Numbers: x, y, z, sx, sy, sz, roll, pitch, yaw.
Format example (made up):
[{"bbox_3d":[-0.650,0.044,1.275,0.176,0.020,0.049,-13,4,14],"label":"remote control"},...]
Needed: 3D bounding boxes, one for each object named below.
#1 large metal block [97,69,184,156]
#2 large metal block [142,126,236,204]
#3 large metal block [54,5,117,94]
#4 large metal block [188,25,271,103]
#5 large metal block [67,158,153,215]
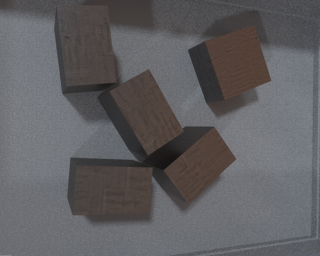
[{"bbox_3d":[-0.026,-0.017,0.372,0.050,0.080,0.080,-33,101,-17],"label":"large metal block"},{"bbox_3d":[0.034,0.042,0.395,0.080,0.080,0.050,-39,103,-16],"label":"large metal block"},{"bbox_3d":[-0.087,-0.084,0.350,0.050,0.080,0.079,-7,93,-20],"label":"large metal block"},{"bbox_3d":[0.097,-0.088,0.434,0.081,0.050,0.080,-23,98,-19],"label":"large metal block"},{"bbox_3d":[-0.061,0.065,0.360,0.081,0.080,0.050,4,89,-20],"label":"large metal block"}]
